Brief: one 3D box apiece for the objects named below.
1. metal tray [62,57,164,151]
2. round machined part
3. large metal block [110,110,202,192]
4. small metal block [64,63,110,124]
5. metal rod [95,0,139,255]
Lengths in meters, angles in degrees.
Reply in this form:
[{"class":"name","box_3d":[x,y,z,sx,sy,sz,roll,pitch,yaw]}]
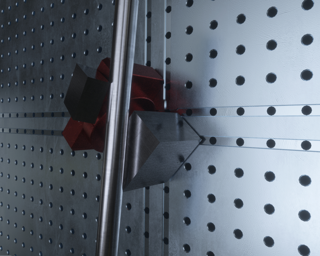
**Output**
[{"class":"metal tray","box_3d":[-0.063,-0.027,0.416,0.030,0.091,0.129,51,119,28]},{"class":"round machined part","box_3d":[-0.045,-0.001,0.402,0.042,0.099,0.097,50,119,28]},{"class":"large metal block","box_3d":[-0.010,0.027,0.376,0.050,0.081,0.080,50,119,28]},{"class":"small metal block","box_3d":[-0.084,-0.039,0.349,0.050,0.025,0.050,45,117,51]},{"class":"metal rod","box_3d":[-0.049,0.011,0.343,0.025,0.025,0.298,9,96,39]}]
